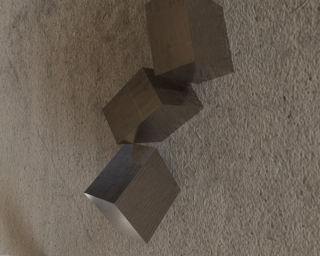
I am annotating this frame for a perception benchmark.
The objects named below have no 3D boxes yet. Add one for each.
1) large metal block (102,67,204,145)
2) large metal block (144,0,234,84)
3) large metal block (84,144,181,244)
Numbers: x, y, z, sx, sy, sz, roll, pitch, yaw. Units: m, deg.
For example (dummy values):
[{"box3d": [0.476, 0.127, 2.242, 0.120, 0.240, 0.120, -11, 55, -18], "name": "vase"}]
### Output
[{"box3d": [-0.008, -0.024, 0.376, 0.080, 0.081, 0.050, -40, 66, 33], "name": "large metal block"}, {"box3d": [0.034, -0.098, 0.341, 0.050, 0.081, 0.080, -14, 81, 39], "name": "large metal block"}, {"box3d": [-0.029, 0.076, 0.371, 0.050, 0.080, 0.080, 7, 137, 40], "name": "large metal block"}]
